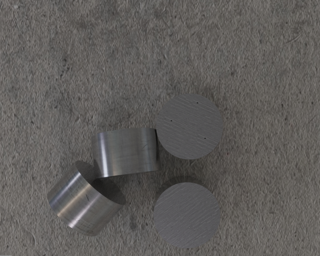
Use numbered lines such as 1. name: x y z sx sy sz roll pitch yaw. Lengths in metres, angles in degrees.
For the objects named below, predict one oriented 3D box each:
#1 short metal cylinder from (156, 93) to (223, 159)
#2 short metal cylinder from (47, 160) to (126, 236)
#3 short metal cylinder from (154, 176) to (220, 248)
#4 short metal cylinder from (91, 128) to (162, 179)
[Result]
1. short metal cylinder: 0.036 -0.002 0.398 0.081 0.050 0.080 0 90 0
2. short metal cylinder: -0.089 0.085 0.382 0.080 0.080 0.050 41 90 0
3. short metal cylinder: 0.033 0.105 0.398 0.081 0.050 0.080 0 90 0
4. short metal cylinder: -0.041 0.032 0.378 0.080 0.080 0.050 -8 81 0
